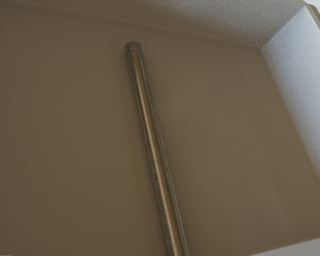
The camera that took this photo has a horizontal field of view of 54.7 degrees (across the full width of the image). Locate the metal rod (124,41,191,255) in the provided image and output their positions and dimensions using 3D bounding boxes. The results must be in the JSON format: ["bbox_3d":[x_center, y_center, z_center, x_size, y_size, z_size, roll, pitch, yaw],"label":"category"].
[{"bbox_3d":[-0.009,0.012,0.394,0.025,0.025,0.299,1,61,-28],"label":"metal rod"}]
